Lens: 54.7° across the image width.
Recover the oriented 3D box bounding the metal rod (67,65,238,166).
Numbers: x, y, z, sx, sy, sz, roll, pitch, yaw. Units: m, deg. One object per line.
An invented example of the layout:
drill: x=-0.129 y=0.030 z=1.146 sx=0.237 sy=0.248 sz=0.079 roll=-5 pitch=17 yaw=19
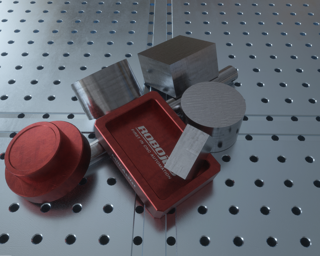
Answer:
metal rod: x=-0.008 y=-0.014 z=0.421 sx=0.302 sy=0.025 sz=0.025 roll=-31 pitch=57 yaw=-23

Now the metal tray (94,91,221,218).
metal tray: x=-0.005 y=0.026 z=0.364 sx=0.091 sy=0.030 sz=0.130 roll=-31 pitch=69 yaw=-23

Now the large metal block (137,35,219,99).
large metal block: x=0.027 y=-0.093 z=0.455 sx=0.081 sy=0.050 sz=0.080 roll=-30 pitch=37 yaw=-23

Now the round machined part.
round machined part: x=-0.133 y=0.031 z=0.352 sx=0.098 sy=0.042 sz=0.098 roll=-8 pitch=55 yaw=13

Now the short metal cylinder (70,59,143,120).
short metal cylinder: x=-0.069 y=-0.051 z=0.407 sx=0.080 sy=0.050 sz=0.080 roll=-24 pitch=12 yaw=6

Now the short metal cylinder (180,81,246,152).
short metal cylinder: x=0.066 y=-0.015 z=0.404 sx=0.081 sy=0.050 sz=0.080 roll=0 pitch=50 yaw=0

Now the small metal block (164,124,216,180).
small metal block: x=0.034 y=0.027 z=0.331 sx=0.025 sy=0.050 sz=0.050 roll=29 pitch=91 yaw=20
